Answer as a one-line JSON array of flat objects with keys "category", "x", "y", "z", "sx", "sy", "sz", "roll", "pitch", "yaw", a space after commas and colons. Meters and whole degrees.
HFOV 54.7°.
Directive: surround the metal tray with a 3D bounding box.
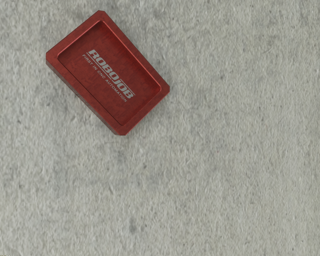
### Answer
[{"category": "metal tray", "x": -0.062, "y": -0.065, "z": 0.383, "sx": 0.090, "sy": 0.030, "sz": 0.130, "roll": -46, "pitch": 105, "yaw": -14}]
